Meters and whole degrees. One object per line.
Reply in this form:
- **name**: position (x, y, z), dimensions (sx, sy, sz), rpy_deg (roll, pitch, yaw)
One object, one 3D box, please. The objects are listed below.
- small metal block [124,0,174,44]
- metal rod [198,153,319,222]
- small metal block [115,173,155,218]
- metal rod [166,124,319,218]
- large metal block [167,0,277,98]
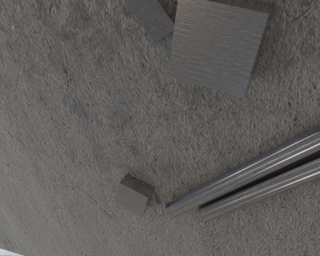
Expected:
- **small metal block**: position (-0.008, -0.115, 0.320), dimensions (0.025, 0.050, 0.050), rpy_deg (-36, 100, 10)
- **metal rod**: position (0.159, 0.054, 0.356), dimensions (0.025, 0.025, 0.299), rpy_deg (49, 129, -6)
- **small metal block**: position (-0.040, 0.107, 0.495), dimensions (0.050, 0.025, 0.050), rpy_deg (25, 127, 12)
- **metal rod**: position (0.111, 0.053, 0.381), dimensions (0.025, 0.025, 0.299), rpy_deg (48, 129, -6)
- **large metal block**: position (0.059, -0.086, 0.307), dimensions (0.080, 0.050, 0.079), rpy_deg (19, 126, 16)
